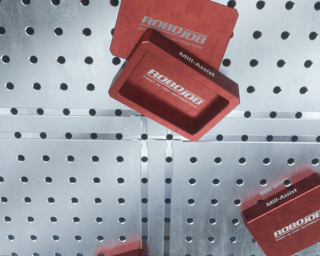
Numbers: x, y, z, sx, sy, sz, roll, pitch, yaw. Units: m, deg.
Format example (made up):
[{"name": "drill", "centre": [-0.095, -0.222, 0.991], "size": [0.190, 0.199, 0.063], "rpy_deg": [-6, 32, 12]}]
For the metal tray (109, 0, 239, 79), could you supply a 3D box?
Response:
[{"name": "metal tray", "centre": [0.015, -0.114, 0.369], "size": [0.131, 0.030, 0.089], "rpy_deg": [16, 109, -6]}]

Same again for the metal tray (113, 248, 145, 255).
[{"name": "metal tray", "centre": [-0.050, 0.267, 0.509], "size": [0.090, 0.030, 0.129], "rpy_deg": [-18, 109, 6]}]

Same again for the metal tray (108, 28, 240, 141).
[{"name": "metal tray", "centre": [0.017, -0.045, 0.368], "size": [0.131, 0.030, 0.090], "rpy_deg": [28, 131, -18]}]

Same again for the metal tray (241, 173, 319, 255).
[{"name": "metal tray", "centre": [0.201, 0.136, 0.462], "size": [0.130, 0.030, 0.090], "rpy_deg": [-32, 107, 11]}]
